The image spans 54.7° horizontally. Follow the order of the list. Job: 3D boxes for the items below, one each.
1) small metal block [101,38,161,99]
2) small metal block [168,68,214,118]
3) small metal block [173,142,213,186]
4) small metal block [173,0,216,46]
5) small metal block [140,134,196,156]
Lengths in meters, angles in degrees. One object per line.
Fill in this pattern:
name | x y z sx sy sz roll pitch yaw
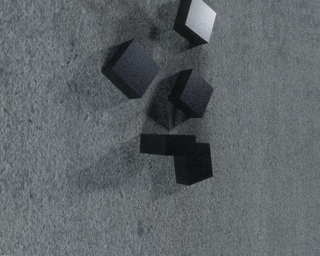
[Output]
small metal block | -0.034 -0.071 0.376 0.050 0.025 0.050 45 63 -31
small metal block | 0.045 -0.048 0.442 0.050 0.025 0.050 37 67 -34
small metal block | 0.048 0.050 0.444 0.050 0.025 0.050 -11 97 -39
small metal block | 0.051 -0.154 0.446 0.050 0.025 0.050 25 75 -37
small metal block | 0.010 0.021 0.396 0.050 0.050 0.025 3 89 -40
